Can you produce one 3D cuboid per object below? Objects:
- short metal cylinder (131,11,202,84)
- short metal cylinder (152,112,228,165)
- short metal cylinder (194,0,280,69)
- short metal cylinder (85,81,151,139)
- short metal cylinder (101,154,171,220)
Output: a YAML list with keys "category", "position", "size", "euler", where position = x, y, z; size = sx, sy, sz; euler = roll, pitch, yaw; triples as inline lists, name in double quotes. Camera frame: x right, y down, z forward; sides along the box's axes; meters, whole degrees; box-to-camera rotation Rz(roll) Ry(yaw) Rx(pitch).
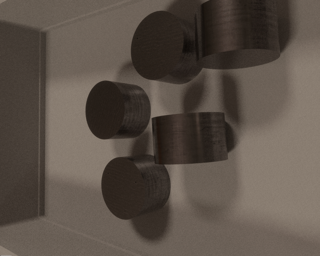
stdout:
- category: "short metal cylinder"
  position: [0.011, -0.096, 0.380]
  size: [0.080, 0.050, 0.079]
  euler: [0, 90, 39]
- category: "short metal cylinder"
  position: [0.032, 0.012, 0.343]
  size: [0.080, 0.081, 0.050]
  euler: [-6, 86, 39]
- category: "short metal cylinder"
  position: [0.075, -0.092, 0.308]
  size: [0.080, 0.081, 0.050]
  euler: [-4, 88, 39]
- category: "short metal cylinder"
  position: [-0.060, -0.024, 0.438]
  size: [0.080, 0.050, 0.079]
  euler: [0, 90, 39]
- category: "short metal cylinder"
  position: [-0.033, 0.077, 0.416]
  size: [0.080, 0.050, 0.079]
  euler: [0, 90, 39]
